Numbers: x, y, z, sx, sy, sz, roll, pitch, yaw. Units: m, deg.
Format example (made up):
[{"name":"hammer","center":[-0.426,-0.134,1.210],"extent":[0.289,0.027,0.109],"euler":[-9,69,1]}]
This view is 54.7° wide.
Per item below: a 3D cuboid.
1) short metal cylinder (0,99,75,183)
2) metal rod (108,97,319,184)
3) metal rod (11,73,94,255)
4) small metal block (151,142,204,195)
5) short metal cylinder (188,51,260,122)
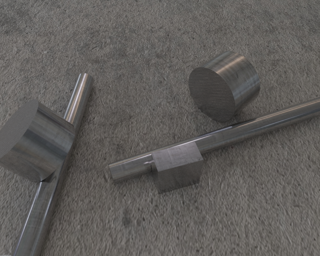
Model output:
[{"name":"short metal cylinder","center":[-0.143,0.014,0.349],"extent":[0.080,0.050,0.080],"euler":[-27,40,27]},{"name":"metal rod","center":[0.084,0.011,0.394],"extent":[0.302,0.025,0.025],"euler":[-17,52,-14]},{"name":"metal rod","center":[-0.122,0.042,0.366],"extent":[0.025,0.025,0.300],"euler":[3,50,3]},{"name":"small metal block","center":[0.018,0.046,0.349],"extent":[0.050,0.050,0.025],"euler":[-13,52,-11]},{"name":"short metal cylinder","center":[0.085,-0.055,0.415],"extent":[0.050,0.080,0.080],"euler":[-35,58,-25]}]
